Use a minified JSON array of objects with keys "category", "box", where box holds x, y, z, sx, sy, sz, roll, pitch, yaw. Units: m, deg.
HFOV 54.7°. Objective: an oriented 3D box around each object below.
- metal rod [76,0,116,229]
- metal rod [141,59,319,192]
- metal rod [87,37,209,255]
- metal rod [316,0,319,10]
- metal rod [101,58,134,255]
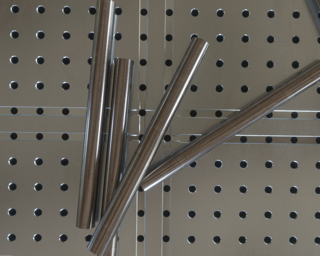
[{"category":"metal rod","box":[-0.085,-0.018,0.412,0.025,0.025,0.298,5,90,-1]},{"category":"metal rod","box":[0.102,-0.006,0.414,0.301,0.025,0.025,-32,90,-1]},{"category":"metal rod","box":[-0.012,0.019,0.398,0.025,0.025,0.299,27,84,-1]},{"category":"metal rod","box":[0.276,-0.051,0.417,0.025,0.025,0.299,-23,90,0]},{"category":"metal rod","box":[-0.061,0.059,0.412,0.025,0.025,0.298,5,90,-1]}]
